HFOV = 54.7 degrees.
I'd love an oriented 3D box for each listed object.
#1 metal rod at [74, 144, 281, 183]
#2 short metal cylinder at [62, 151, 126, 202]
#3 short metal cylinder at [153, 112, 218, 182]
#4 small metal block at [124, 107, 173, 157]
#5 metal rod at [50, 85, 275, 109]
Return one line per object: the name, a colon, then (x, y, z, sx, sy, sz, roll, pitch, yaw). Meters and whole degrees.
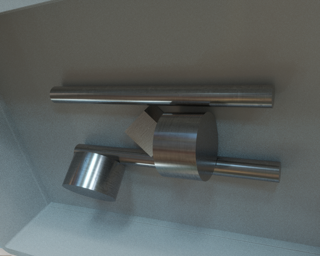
metal rod: (0.006, 0.045, 0.429, 0.301, 0.025, 0.025, 3, 120, 26)
short metal cylinder: (-0.098, 0.074, 0.463, 0.080, 0.050, 0.080, 13, 157, 6)
short metal cylinder: (0.033, 0.020, 0.366, 0.050, 0.080, 0.079, 2, 119, 27)
small metal block: (-0.011, 0.003, 0.413, 0.050, 0.025, 0.050, 44, 129, -3)
metal rod: (-0.017, -0.041, 0.388, 0.301, 0.025, 0.025, 3, 120, 26)
